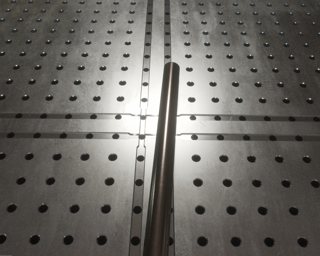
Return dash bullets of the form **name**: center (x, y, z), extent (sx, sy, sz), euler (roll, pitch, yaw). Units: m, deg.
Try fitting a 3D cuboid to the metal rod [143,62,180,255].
- **metal rod**: center (0.007, 0.021, 0.390), extent (0.025, 0.025, 0.300), euler (4, 50, 3)
